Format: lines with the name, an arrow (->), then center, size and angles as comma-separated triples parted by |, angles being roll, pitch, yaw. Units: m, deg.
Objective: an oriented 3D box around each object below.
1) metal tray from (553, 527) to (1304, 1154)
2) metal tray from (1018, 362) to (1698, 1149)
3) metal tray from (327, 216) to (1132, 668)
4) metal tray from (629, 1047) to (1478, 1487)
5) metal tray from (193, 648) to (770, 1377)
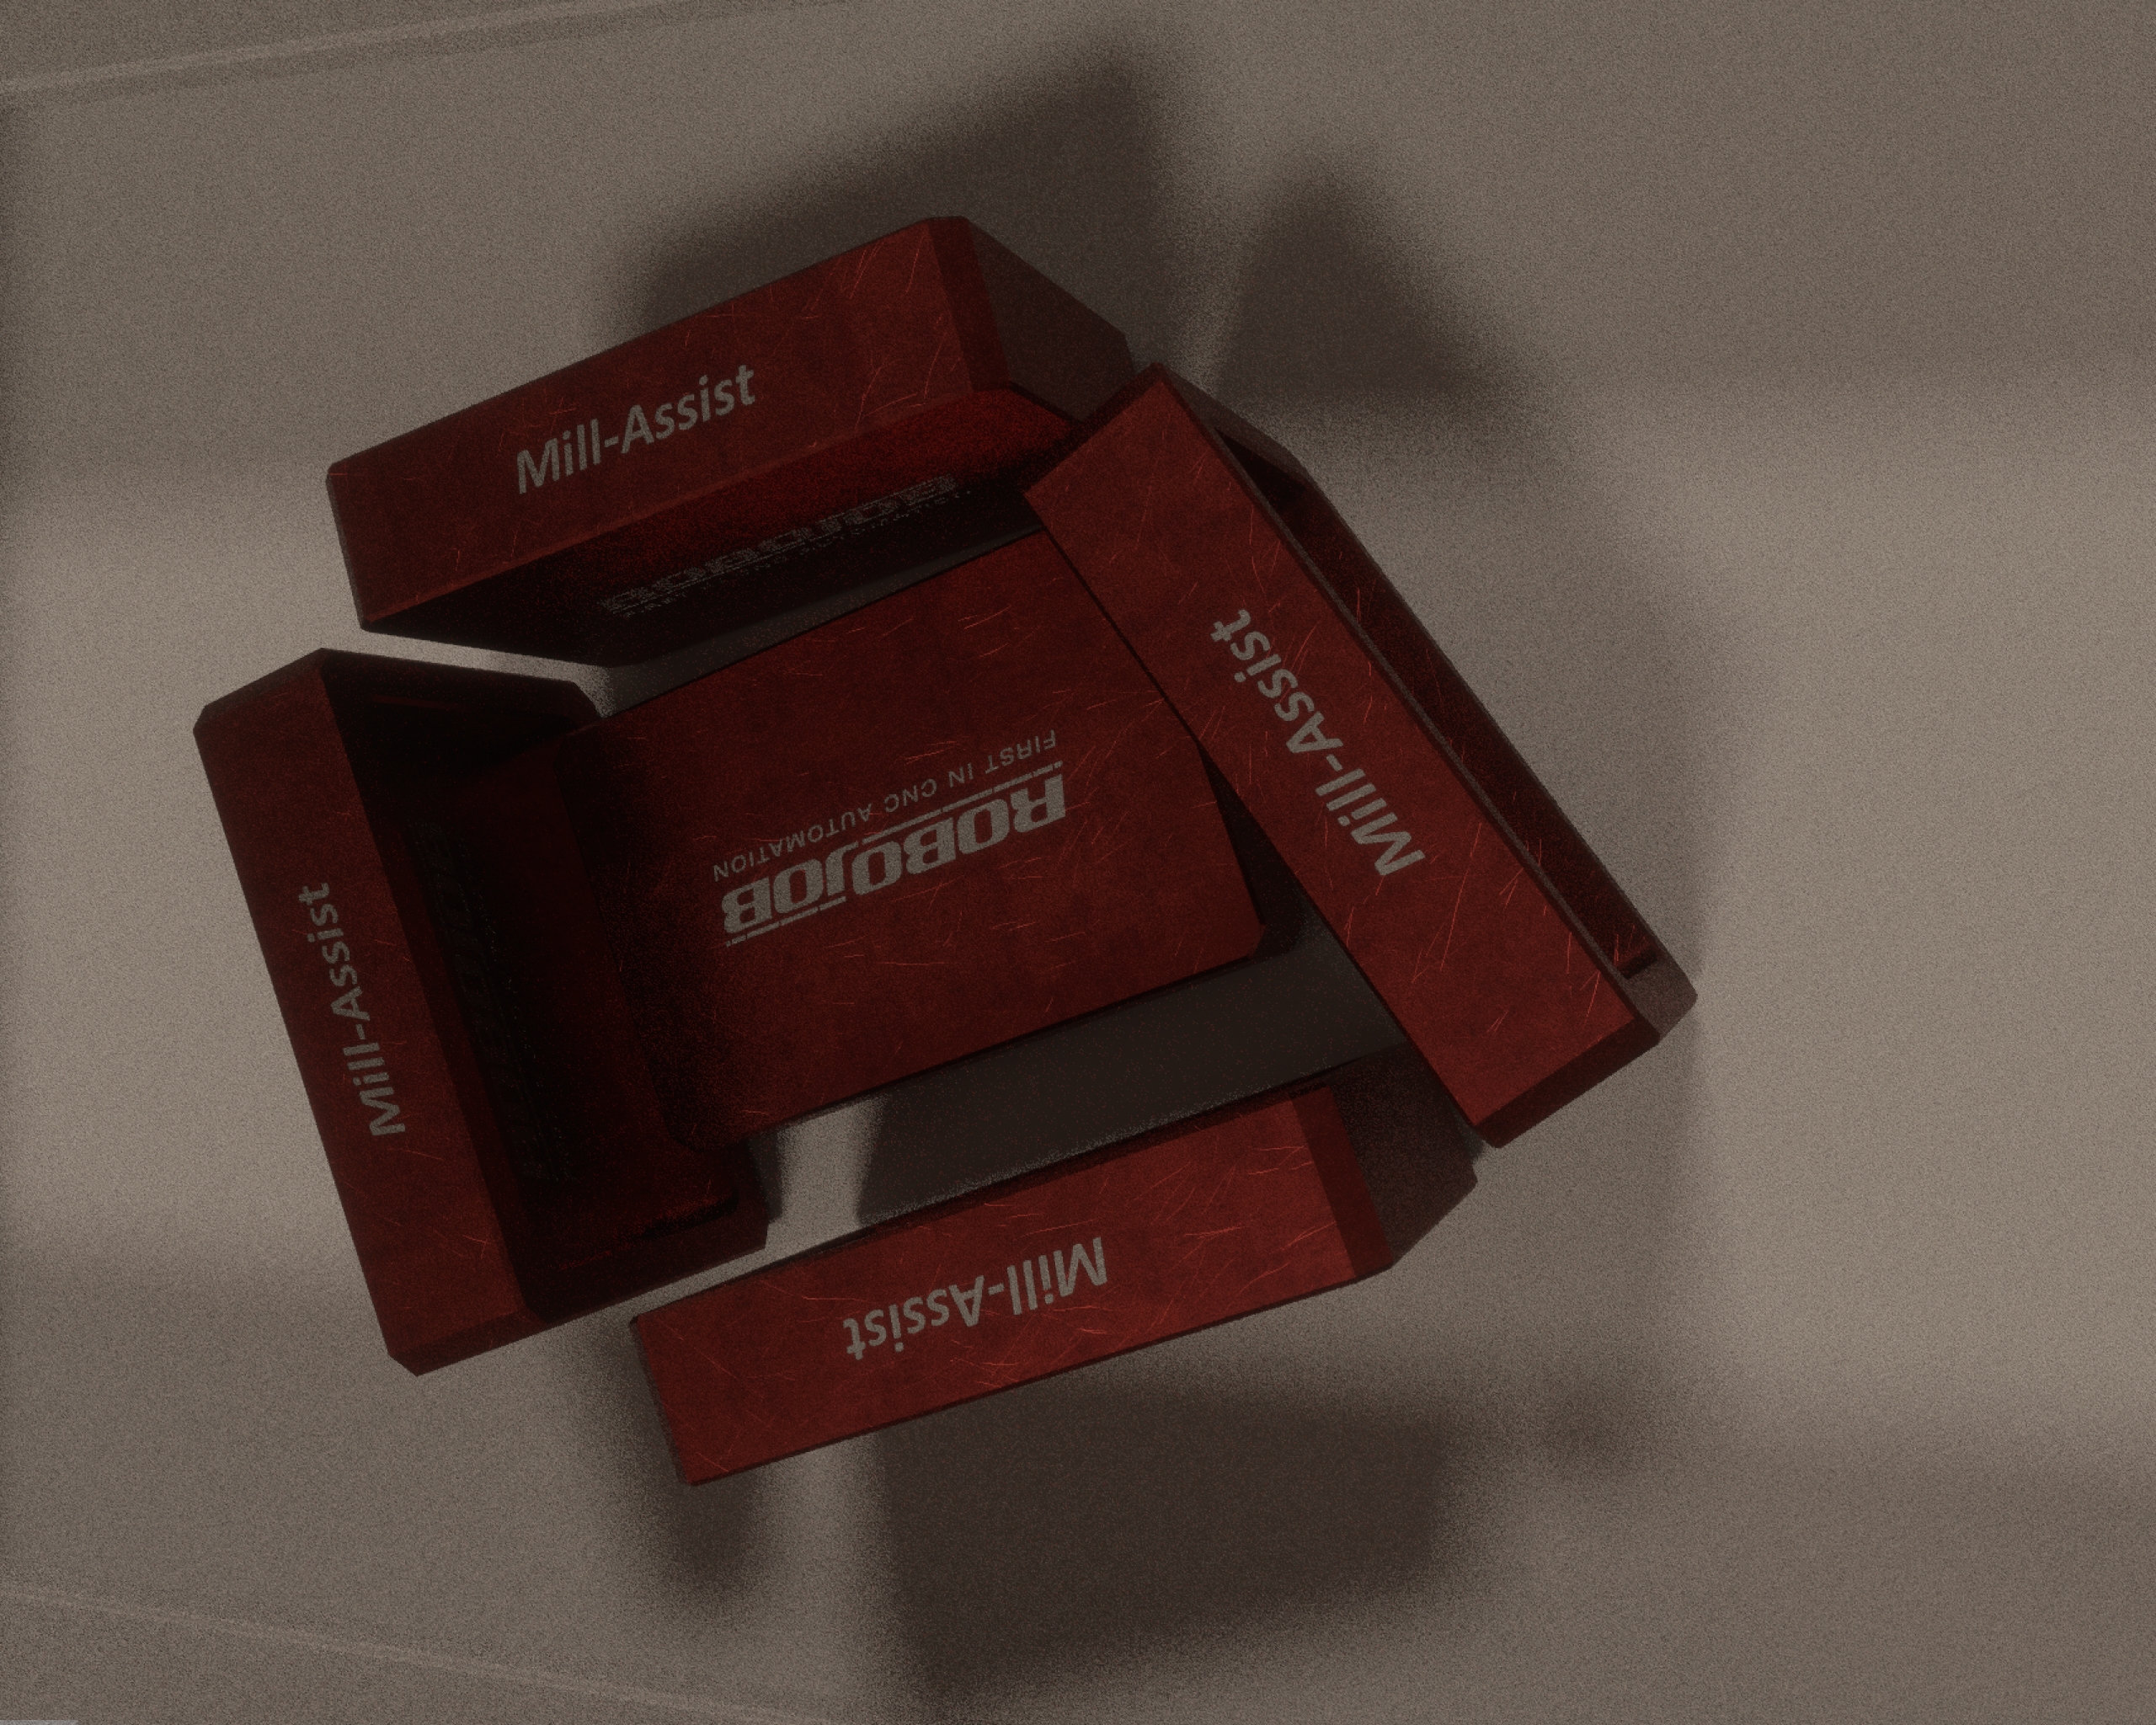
metal tray -> -0.032, -0.004, 0.415 | 0.130, 0.030, 0.090 | -21, 83, 18
metal tray -> 0.051, -0.018, 0.356 | 0.030, 0.090, 0.130 | -38, 78, 17
metal tray -> -0.060, -0.073, 0.394 | 0.130, 0.090, 0.030 | -17, 85, 19
metal tray -> -0.001, 0.069, 0.373 | 0.130, 0.090, 0.030 | -21, 83, 18
metal tray -> -0.114, 0.026, 0.412 | 0.030, 0.090, 0.129 | -22, 83, 18
